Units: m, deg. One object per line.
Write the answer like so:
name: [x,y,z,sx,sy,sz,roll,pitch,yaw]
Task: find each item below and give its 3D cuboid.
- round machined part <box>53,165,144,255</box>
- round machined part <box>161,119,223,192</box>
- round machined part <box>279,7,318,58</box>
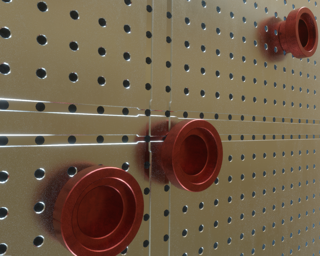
round machined part: [-0.069,0.090,0.339,0.099,0.042,0.097,0,90,-40]
round machined part: [0.040,0.037,0.430,0.099,0.042,0.097,0,90,-40]
round machined part: [0.278,-0.190,0.629,0.099,0.042,0.097,0,90,-40]
